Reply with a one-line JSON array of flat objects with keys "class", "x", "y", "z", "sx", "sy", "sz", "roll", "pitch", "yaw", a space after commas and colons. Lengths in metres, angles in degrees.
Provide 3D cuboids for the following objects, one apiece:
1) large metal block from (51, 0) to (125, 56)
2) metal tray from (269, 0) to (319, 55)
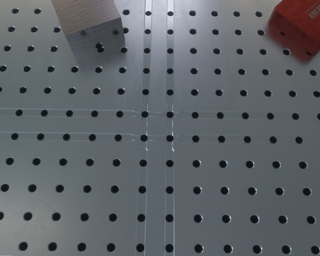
[{"class": "large metal block", "x": -0.107, "y": -0.165, "z": 0.458, "sx": 0.080, "sy": 0.050, "sz": 0.080, "roll": -22, "pitch": 72, "yaw": -8}, {"class": "metal tray", "x": 0.246, "y": -0.184, "z": 0.478, "sx": 0.130, "sy": 0.030, "sz": 0.090, "roll": -42, "pitch": 76, "yaw": -14}]
